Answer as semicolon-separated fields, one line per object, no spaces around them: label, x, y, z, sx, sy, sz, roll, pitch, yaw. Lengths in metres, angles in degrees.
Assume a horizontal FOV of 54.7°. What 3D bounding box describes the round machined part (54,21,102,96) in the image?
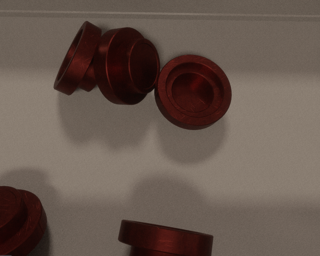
round machined part;-0.100;-0.087;0.410;0.042;0.098;0.098;25;68;-25

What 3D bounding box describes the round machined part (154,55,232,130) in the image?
round machined part;0.040;-0.044;0.411;0.099;0.042;0.098;3;73;-11

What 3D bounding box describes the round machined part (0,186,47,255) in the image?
round machined part;-0.179;0.101;0.336;0.099;0.042;0.098;-3;35;2

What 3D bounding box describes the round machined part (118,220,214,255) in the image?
round machined part;0.004;0.126;0.325;0.099;0.098;0.042;9;74;3

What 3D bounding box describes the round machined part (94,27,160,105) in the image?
round machined part;-0.035;-0.078;0.395;0.042;0.098;0.098;4;67;32
